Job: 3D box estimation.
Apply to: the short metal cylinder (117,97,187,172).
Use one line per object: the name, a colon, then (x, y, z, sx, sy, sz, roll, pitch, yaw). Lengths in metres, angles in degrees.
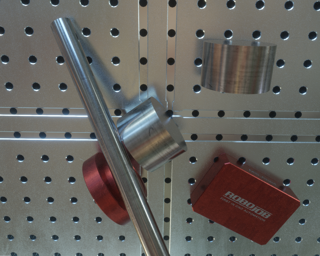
short metal cylinder: (-0.009, 0.008, 0.387, 0.050, 0.080, 0.080, -33, 107, 11)

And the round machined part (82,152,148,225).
round machined part: (-0.052, 0.071, 0.401, 0.042, 0.098, 0.098, -34, 107, 5)

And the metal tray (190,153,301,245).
metal tray: (0.122, 0.106, 0.451, 0.131, 0.030, 0.090, 29, 107, -11)

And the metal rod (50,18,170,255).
metal rod: (-0.059, 0.012, 0.356, 0.025, 0.025, 0.299, -24, 85, 8)

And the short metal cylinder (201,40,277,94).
short metal cylinder: (0.089, -0.073, 0.358, 0.081, 0.080, 0.050, 2, 110, -1)
